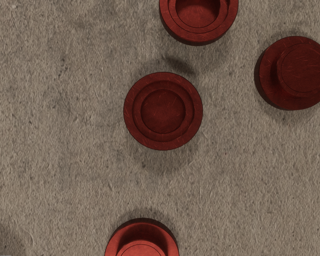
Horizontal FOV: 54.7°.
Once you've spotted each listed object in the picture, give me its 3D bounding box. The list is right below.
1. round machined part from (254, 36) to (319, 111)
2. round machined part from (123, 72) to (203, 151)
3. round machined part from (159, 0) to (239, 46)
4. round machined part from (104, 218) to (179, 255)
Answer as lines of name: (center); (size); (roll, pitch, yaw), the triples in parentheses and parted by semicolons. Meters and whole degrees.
round machined part: (0.178, -0.072, 0.404); (0.099, 0.042, 0.097); (0, 90, -1)
round machined part: (0.004, -0.021, 0.402); (0.099, 0.042, 0.097); (0, 90, -1)
round machined part: (0.048, -0.155, 0.402); (0.099, 0.042, 0.097); (0, 90, -1)
round machined part: (-0.024, 0.171, 0.401); (0.099, 0.042, 0.097); (0, 90, -1)
